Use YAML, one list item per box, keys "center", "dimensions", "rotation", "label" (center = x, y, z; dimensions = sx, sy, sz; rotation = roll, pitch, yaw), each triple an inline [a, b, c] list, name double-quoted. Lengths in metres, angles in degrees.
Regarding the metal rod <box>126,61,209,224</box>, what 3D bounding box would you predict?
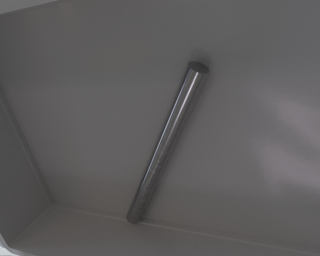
- center: [-0.001, 0.042, 0.435]
  dimensions: [0.025, 0.025, 0.298]
  rotation: [29, 128, 9]
  label: "metal rod"
